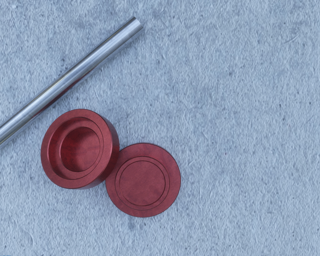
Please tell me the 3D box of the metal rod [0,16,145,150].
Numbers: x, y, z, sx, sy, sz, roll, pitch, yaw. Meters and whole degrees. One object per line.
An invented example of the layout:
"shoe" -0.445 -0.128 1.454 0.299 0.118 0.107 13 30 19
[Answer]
"metal rod" -0.144 -0.042 0.408 0.300 0.025 0.025 -39 91 -1

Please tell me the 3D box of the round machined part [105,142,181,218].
"round machined part" -0.022 0.068 0.401 0.099 0.042 0.097 0 90 -1

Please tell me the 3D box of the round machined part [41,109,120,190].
"round machined part" -0.095 0.028 0.389 0.098 0.042 0.098 -4 75 17
